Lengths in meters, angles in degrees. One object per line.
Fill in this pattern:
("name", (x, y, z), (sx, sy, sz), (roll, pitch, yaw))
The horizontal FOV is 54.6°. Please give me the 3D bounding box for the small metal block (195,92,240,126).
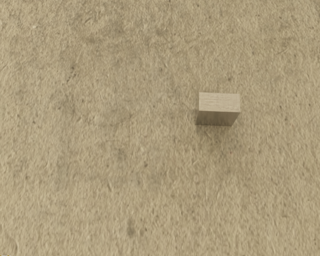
("small metal block", (0.073, -0.023, 0.404), (0.050, 0.050, 0.025), (2, 70, 1))
